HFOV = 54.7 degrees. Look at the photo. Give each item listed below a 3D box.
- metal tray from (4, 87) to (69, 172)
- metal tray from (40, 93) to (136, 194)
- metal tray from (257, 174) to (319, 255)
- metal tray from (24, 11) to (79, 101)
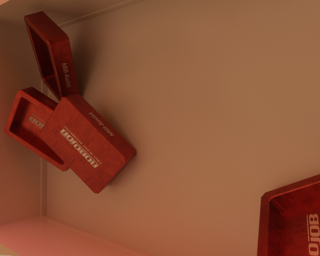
[{"bbox_3d":[-0.189,0.002,0.521,0.130,0.030,0.089,32,113,4],"label":"metal tray"},{"bbox_3d":[-0.110,0.024,0.464,0.130,0.030,0.090,45,119,5],"label":"metal tray"},{"bbox_3d":[0.123,0.096,0.242,0.090,0.130,0.030,-32,110,37],"label":"metal tray"},{"bbox_3d":[-0.172,-0.109,0.503,0.090,0.030,0.129,44,149,30],"label":"metal tray"}]
